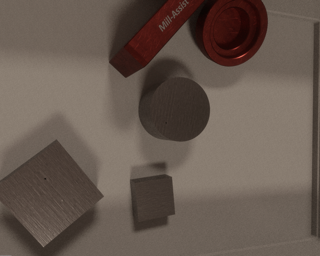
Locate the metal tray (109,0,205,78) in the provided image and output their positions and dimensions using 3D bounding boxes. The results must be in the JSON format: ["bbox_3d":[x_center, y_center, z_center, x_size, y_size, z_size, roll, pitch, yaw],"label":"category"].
[{"bbox_3d":[-0.001,-0.123,0.376,0.030,0.090,0.130,43,76,-15],"label":"metal tray"}]

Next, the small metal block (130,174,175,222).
[{"bbox_3d":[-0.010,0.091,0.408,0.050,0.025,0.050,-6,92,-20],"label":"small metal block"}]

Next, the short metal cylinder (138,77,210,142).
[{"bbox_3d":[0.018,-0.023,0.405,0.081,0.050,0.079,0,90,-21],"label":"short metal cylinder"}]

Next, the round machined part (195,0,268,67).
[{"bbox_3d":[0.093,-0.137,0.424,0.099,0.042,0.097,-9,118,-17],"label":"round machined part"}]

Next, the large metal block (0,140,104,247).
[{"bbox_3d":[-0.124,0.070,0.352,0.080,0.050,0.080,-39,103,-16],"label":"large metal block"}]
